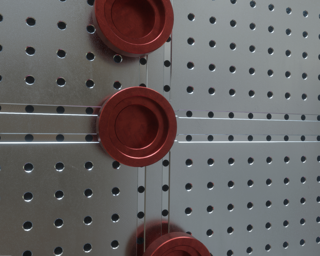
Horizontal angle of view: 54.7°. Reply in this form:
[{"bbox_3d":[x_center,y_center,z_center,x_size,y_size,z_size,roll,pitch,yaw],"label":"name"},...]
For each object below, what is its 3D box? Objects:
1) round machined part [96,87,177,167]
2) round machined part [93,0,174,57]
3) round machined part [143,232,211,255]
[{"bbox_3d":[-0.032,-0.002,0.393,0.099,0.042,0.097,0,90,-21],"label":"round machined part"},{"bbox_3d":[-0.036,-0.138,0.391,0.099,0.042,0.097,0,90,-21],"label":"round machined part"},{"bbox_3d":[0.017,0.187,0.412,0.099,0.042,0.097,0,90,-21],"label":"round machined part"}]
